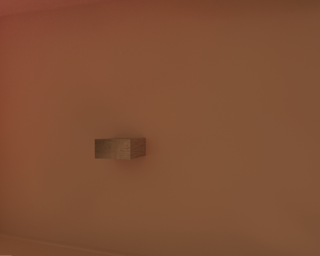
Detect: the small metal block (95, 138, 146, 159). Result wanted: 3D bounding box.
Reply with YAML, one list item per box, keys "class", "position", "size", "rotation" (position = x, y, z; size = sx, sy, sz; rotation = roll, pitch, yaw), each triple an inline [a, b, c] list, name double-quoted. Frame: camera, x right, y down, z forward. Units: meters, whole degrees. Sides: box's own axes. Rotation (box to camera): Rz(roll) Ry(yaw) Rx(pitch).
- class: "small metal block"
  position: [-0.052, 0.027, 0.414]
  size: [0.050, 0.050, 0.025]
  rotation: [-1, 90, 19]
